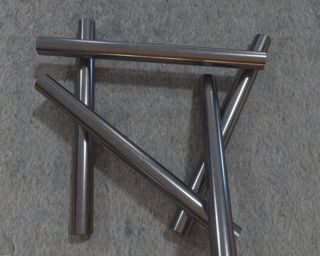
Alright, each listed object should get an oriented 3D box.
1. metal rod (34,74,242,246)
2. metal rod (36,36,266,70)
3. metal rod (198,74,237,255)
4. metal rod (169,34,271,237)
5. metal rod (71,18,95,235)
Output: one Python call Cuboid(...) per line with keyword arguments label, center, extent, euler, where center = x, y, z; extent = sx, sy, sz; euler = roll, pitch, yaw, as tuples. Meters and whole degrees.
Cuboid(label="metal rod", center=(-0.035, 0.030, 0.368), extent=(0.300, 0.025, 0.025), euler=(37, 74, 12))
Cuboid(label="metal rod", center=(-0.012, -0.101, 0.417), extent=(0.302, 0.025, 0.025), euler=(4, 70, 1))
Cuboid(label="metal rod", center=(0.063, 0.054, 0.347), extent=(0.025, 0.025, 0.300), euler=(1, 54, 0))
Cuboid(label="metal rod", center=(0.087, -0.004, 0.410), extent=(0.025, 0.025, 0.300), euler=(25, 71, 8))
Cuboid(label="metal rod", center=(-0.100, -0.016, 0.412), extent=(0.025, 0.025, 0.299), euler=(-3, 70, -2))
